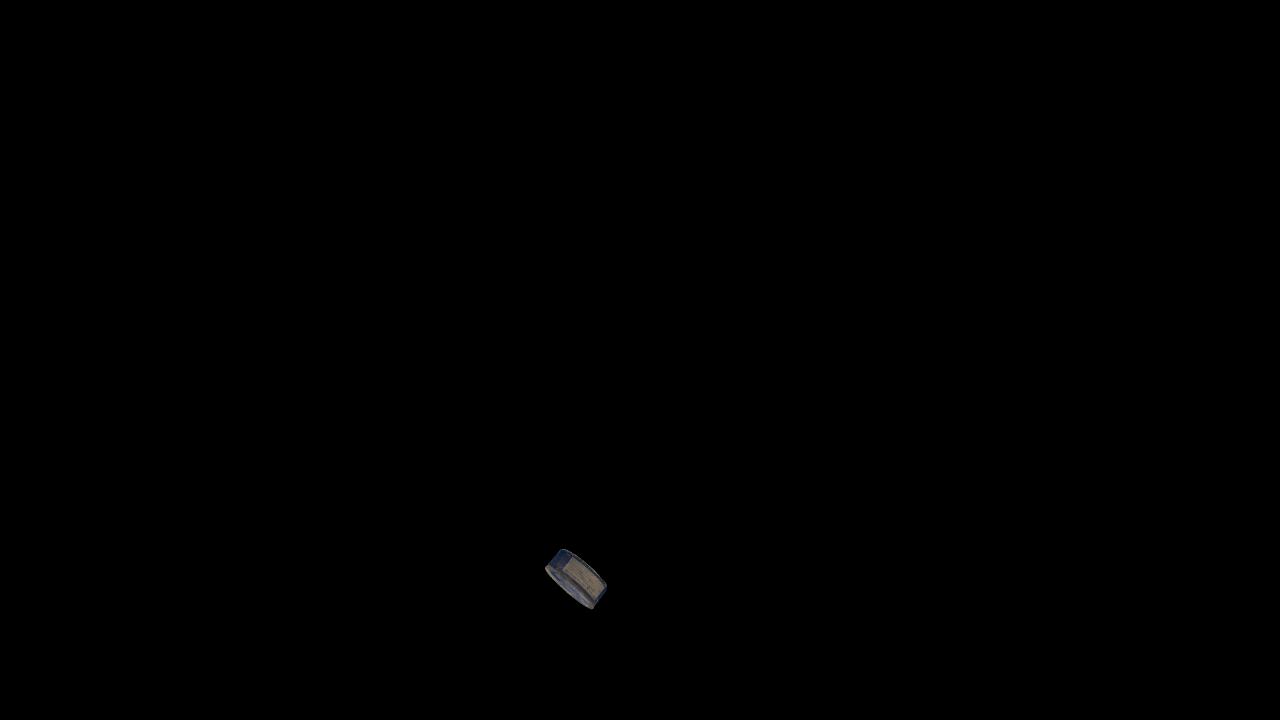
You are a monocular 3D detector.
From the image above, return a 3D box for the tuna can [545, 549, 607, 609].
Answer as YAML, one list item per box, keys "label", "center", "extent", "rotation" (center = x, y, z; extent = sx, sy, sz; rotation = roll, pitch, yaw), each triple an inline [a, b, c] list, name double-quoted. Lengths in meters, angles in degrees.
- label: "tuna can"
  center: [-0.085, 0.293, 0.825]
  extent: [0.084, 0.084, 0.034]
  rotation: [0, 41, 52]
